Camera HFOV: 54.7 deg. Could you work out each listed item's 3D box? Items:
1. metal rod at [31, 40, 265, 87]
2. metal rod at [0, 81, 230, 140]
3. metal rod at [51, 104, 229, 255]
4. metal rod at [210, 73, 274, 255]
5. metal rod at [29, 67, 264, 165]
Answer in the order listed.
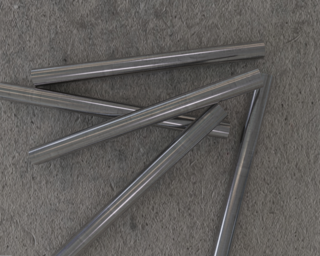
[{"bbox_3d":[-0.015,-0.085,0.409,0.302,0.025,0.025,-7,90,0],"label":"metal rod"},{"bbox_3d":[-0.059,-0.023,0.409,0.302,0.025,0.025,10,90,0],"label":"metal rod"},{"bbox_3d":[-0.032,0.079,0.395,0.300,0.025,0.025,-44,90,5],"label":"metal rod"},{"bbox_3d":[0.103,0.075,0.410,0.025,0.025,0.298,14,90,0],"label":"metal rod"},{"bbox_3d":[-0.025,-0.011,0.384,0.301,0.025,0.025,-19,90,10],"label":"metal rod"}]
